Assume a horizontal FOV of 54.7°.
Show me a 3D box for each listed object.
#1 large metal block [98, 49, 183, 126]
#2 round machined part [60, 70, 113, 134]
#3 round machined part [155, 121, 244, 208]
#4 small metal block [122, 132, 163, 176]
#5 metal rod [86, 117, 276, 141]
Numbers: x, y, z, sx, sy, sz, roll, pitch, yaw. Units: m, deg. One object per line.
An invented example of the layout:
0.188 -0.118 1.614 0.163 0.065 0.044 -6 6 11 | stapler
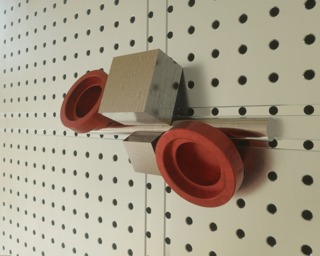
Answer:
-0.025 -0.049 0.399 0.080 0.050 0.080 1 73 40 | large metal block
-0.100 -0.035 0.464 0.098 0.042 0.098 -20 52 29 | round machined part
0.047 0.036 0.344 0.098 0.042 0.097 20 127 30 | round machined part
-0.016 0.033 0.410 0.050 0.025 0.050 1 120 40 | small metal block
-0.002 -0.001 0.412 0.300 0.025 0.025 1 91 40 | metal rod
